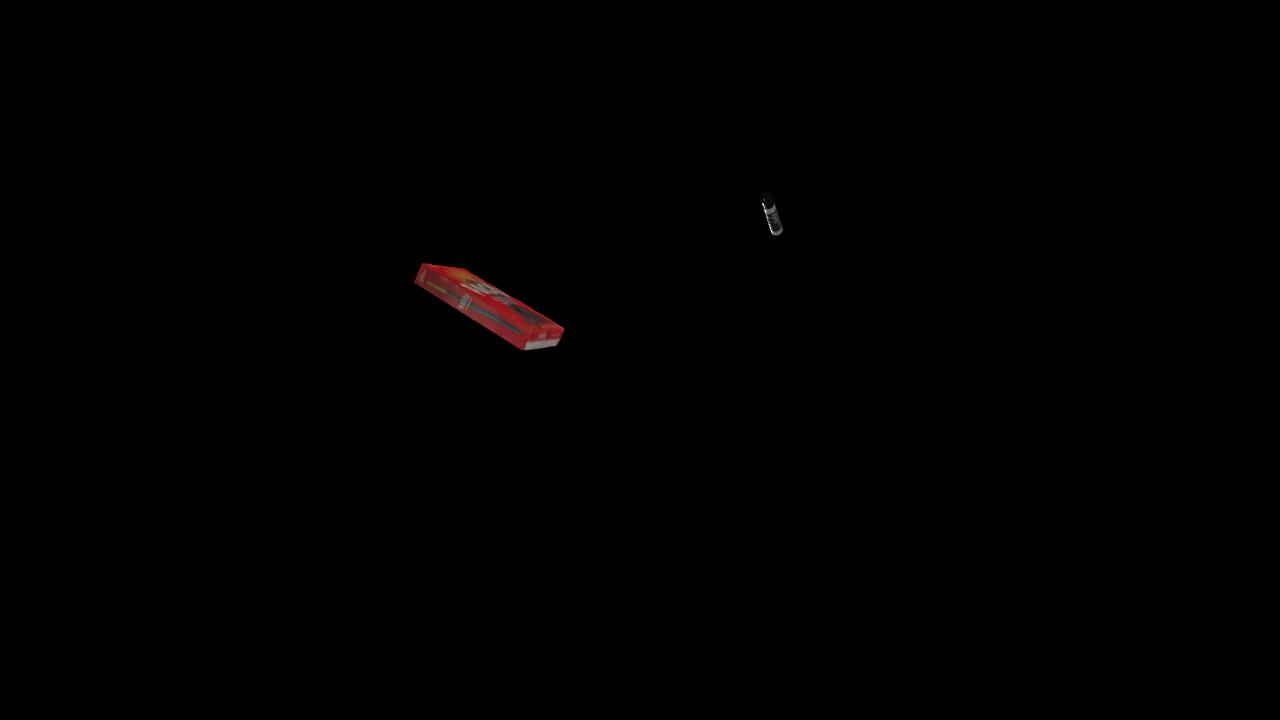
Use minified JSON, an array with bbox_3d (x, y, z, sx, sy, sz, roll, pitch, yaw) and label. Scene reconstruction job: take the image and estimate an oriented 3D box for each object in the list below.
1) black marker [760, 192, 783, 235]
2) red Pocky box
[{"bbox_3d":[0.196,-0.218,0.916,0.020,0.020,0.121,0,-12,20],"label":"black marker"},{"bbox_3d":[-0.168,-0.061,0.692,0.155,0.028,0.083,31,14,13],"label":"red Pocky box"}]
